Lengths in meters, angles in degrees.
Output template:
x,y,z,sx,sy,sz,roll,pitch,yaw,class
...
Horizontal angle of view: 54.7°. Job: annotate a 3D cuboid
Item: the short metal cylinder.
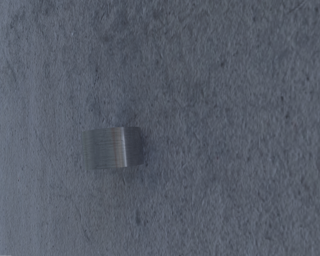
x,y,z,sx,sy,sz,roll,pitch,yaw,class
-0.064,0.028,0.420,0.080,0.081,0.050,-9,84,39,short metal cylinder
